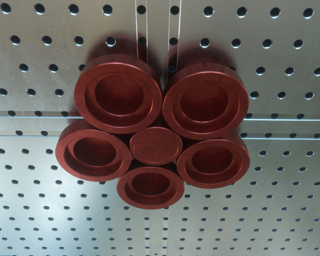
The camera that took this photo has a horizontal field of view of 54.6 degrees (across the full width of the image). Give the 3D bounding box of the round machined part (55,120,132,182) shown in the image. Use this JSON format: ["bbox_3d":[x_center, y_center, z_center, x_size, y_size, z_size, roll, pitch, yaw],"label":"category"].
[{"bbox_3d":[-0.087,0.026,0.421,0.099,0.042,0.097,0,130,0],"label":"round machined part"}]

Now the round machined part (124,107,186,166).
[{"bbox_3d":[-0.005,0.012,0.410,0.099,0.042,0.097,0,130,0],"label":"round machined part"}]

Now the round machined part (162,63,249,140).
[{"bbox_3d":[0.052,-0.035,0.370,0.099,0.042,0.097,0,130,0],"label":"round machined part"}]

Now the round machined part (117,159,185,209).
[{"bbox_3d":[-0.014,0.076,0.464,0.099,0.042,0.097,0,130,0],"label":"round machined part"}]

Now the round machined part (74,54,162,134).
[{"bbox_3d":[-0.047,-0.043,0.363,0.099,0.042,0.097,0,130,0],"label":"round machined part"}]

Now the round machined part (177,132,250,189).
[{"bbox_3d":[0.072,0.038,0.433,0.099,0.042,0.097,0,130,0],"label":"round machined part"}]
